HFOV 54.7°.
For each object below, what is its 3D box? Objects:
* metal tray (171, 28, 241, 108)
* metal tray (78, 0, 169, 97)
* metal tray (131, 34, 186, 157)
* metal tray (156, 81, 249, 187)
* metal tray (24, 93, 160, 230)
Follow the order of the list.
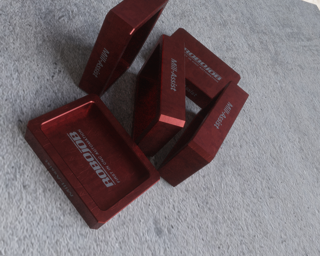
[{"bbox_3d":[0.057,-0.091,0.490,0.130,0.030,0.090,39,51,-2],"label":"metal tray"},{"bbox_3d":[-0.047,-0.101,0.376,0.030,0.129,0.090,38,51,-4],"label":"metal tray"},{"bbox_3d":[-0.003,-0.040,0.387,0.030,0.090,0.130,16,55,-20],"label":"metal tray"},{"bbox_3d":[0.055,0.006,0.391,0.030,0.090,0.131,40,51,-2],"label":"metal tray"},{"bbox_3d":[-0.073,0.032,0.344,0.091,0.030,0.130,-33,80,-38],"label":"metal tray"}]
